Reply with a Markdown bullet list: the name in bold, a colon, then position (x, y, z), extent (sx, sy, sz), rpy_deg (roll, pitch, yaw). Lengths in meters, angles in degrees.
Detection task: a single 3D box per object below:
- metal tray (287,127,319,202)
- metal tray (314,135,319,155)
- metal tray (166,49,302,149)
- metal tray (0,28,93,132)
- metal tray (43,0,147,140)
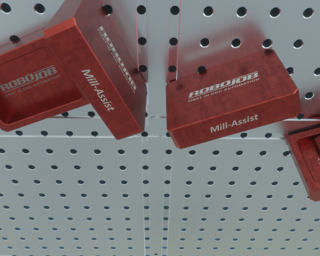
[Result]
- **metal tray**: position (0.244, 0.035, 0.397), extent (0.130, 0.090, 0.030), rpy_deg (-17, 135, 13)
- **metal tray**: position (0.280, 0.004, 0.393), extent (0.091, 0.030, 0.129), rpy_deg (17, 136, -27)
- **metal tray**: position (0.073, -0.033, 0.340), extent (0.130, 0.090, 0.030), rpy_deg (-17, 128, 14)
- **metal tray**: position (-0.153, -0.053, 0.361), extent (0.130, 0.030, 0.090), rpy_deg (-17, 128, 14)
- **metal tray**: position (-0.055, -0.063, 0.314), extent (0.030, 0.090, 0.130), rpy_deg (-18, 128, 15)
